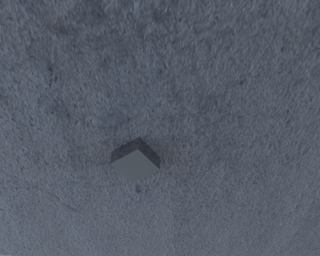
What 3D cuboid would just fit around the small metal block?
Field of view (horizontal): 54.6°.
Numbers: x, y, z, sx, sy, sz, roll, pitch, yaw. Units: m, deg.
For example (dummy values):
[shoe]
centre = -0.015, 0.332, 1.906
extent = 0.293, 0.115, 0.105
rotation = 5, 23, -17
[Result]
[small metal block]
centre = -0.035, 0.047, 0.446
extent = 0.050, 0.025, 0.050
rotation = -29, 125, 22
